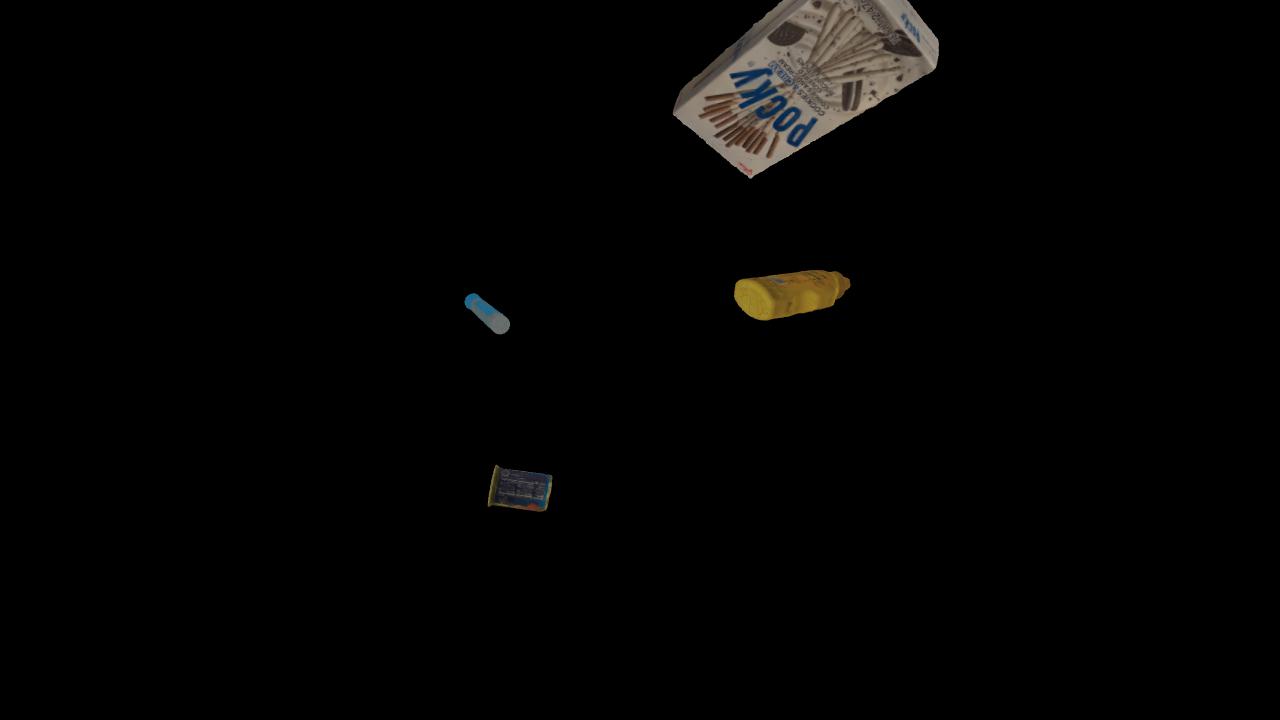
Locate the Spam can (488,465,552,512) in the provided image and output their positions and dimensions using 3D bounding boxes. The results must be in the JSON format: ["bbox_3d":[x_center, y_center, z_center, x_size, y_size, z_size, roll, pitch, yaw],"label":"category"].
[{"bbox_3d":[-0.181,0.195,0.923,0.085,0.058,0.101,11,-17,-12],"label":"Spam can"}]

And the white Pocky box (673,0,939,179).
[{"bbox_3d":[0.100,-0.183,0.401,0.084,0.028,0.154,31,-28,-27],"label":"white Pocky box"}]

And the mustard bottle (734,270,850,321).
[{"bbox_3d":[0.237,-0.102,0.904,0.184,0.054,0.092,-12,24,-26],"label":"mustard bottle"}]

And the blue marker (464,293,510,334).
[{"bbox_3d":[-0.161,-0.050,0.640,0.020,0.020,0.121,0,16,-29],"label":"blue marker"}]
